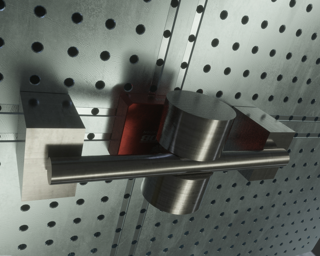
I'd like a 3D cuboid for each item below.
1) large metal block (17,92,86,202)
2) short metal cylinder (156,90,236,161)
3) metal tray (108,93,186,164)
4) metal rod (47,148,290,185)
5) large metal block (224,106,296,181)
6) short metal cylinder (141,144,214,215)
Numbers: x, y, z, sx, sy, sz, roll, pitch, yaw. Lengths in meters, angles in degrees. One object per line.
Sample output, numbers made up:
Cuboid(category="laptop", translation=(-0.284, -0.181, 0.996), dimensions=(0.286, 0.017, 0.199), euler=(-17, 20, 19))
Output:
Cuboid(category="large metal block", translation=(-0.117, 0.016, 0.320), dimensions=(0.050, 0.080, 0.079), euler=(1, 118, -29))
Cuboid(category="short metal cylinder", translation=(0.040, -0.005, 0.356), dimensions=(0.081, 0.080, 0.050), euler=(1, 118, -29))
Cuboid(category="metal tray", translation=(0.005, 0.004, 0.413), dimensions=(0.131, 0.030, 0.089), euler=(1, 118, -29))
Cuboid(category="metal rod", translation=(0.034, 0.039, 0.349), dimensions=(0.303, 0.025, 0.025), euler=(0, 118, -29))
Cuboid(category="large metal block", translation=(0.140, 0.022, 0.464), dimensions=(0.050, 0.080, 0.079), euler=(1, 118, -29))
Cuboid(category="short metal cylinder", translation=(0.021, 0.061, 0.386), dimensions=(0.081, 0.080, 0.050), euler=(1, 118, -29))
